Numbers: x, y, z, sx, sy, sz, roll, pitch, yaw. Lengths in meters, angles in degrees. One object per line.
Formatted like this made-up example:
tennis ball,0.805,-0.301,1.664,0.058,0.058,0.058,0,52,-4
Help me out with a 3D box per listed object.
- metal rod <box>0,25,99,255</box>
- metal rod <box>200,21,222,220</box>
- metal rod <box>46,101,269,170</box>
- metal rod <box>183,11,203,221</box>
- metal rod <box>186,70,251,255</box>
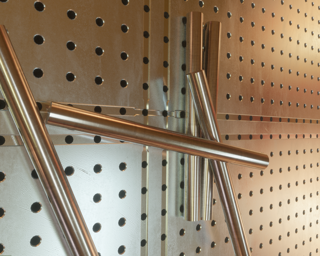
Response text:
metal rod,-0.111,0.048,0.317,0.025,0.025,0.298,-28,108,-37
metal rod,0.074,-0.013,0.473,0.025,0.025,0.298,5,87,-40
metal rod,0.018,0.017,0.383,0.302,0.025,0.025,14,81,-26
metal rod,0.049,-0.017,0.452,0.025,0.025,0.298,1,89,-40
metal rod,0.090,0.063,0.453,0.025,0.025,0.298,-28,108,-37
